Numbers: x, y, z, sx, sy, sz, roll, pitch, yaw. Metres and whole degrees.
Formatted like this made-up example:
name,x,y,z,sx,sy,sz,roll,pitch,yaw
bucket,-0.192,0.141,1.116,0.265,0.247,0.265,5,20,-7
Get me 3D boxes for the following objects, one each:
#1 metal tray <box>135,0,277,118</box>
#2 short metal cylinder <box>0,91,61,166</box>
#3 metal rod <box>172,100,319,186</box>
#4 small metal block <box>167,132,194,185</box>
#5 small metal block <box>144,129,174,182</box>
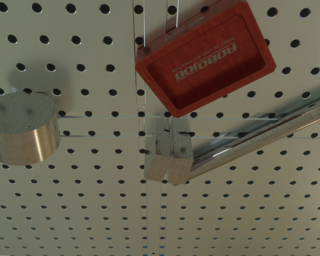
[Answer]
name,x,y,z,sx,sy,sz,roll,pitch,yaw
metal tray,0.049,-0.074,0.345,0.130,0.030,0.090,-26,126,20
short metal cylinder,-0.164,-0.001,0.372,0.081,0.080,0.050,4,130,-4
metal rod,0.142,0.012,0.423,0.300,0.025,0.025,-29,125,22
small metal block,0.027,0.042,0.432,0.025,0.050,0.050,7,130,-7
small metal block,-0.002,0.038,0.428,0.025,0.050,0.050,15,129,-13
